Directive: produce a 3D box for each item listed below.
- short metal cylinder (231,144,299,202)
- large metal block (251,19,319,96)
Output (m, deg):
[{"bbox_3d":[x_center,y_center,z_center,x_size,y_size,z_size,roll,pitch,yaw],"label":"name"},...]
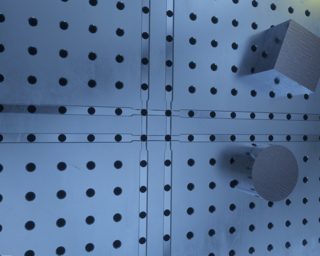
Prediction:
[{"bbox_3d":[0.154,0.063,0.456,0.081,0.050,0.079,0,90,-20],"label":"short metal cylinder"},{"bbox_3d":[0.199,-0.104,0.473,0.080,0.050,0.080,24,82,-19],"label":"large metal block"}]
